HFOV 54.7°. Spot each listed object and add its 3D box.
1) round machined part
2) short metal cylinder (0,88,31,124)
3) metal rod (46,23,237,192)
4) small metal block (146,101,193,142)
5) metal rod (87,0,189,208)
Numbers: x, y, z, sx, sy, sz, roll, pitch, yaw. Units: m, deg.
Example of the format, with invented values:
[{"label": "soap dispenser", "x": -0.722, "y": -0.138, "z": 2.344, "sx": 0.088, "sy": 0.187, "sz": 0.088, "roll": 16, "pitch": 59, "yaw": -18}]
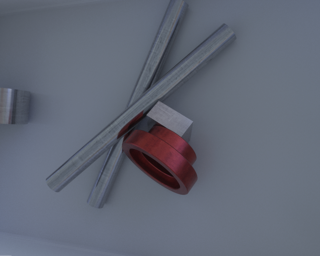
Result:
[{"label": "round machined part", "x": 0.005, "y": 0.034, "z": 0.378, "sx": 0.098, "sy": 0.098, "sz": 0.042, "roll": 32, "pitch": 69, "yaw": 16}, {"label": "short metal cylinder", "x": -0.239, "y": -0.034, "z": 0.464, "sx": 0.080, "sy": 0.080, "sz": 0.050, "roll": 6, "pitch": 92, "yaw": 19}, {"label": "metal rod", "x": -0.028, "y": -0.022, "z": 0.395, "sx": 0.300, "sy": 0.025, "sz": 0.025, "roll": -41, "pitch": 77, "yaw": 6}, {"label": "small metal block", "x": 0.012, "y": 0.000, "z": 0.389, "sx": 0.050, "sy": 0.050, "sz": 0.025, "roll": 33, "pitch": 68, "yaw": 16}, {"label": "metal rod", "x": -0.033, "y": -0.028, "z": 0.421, "sx": 0.025, "sy": 0.025, "sz": 0.298, "roll": 26, "pitch": 98, "yaw": 18}]
